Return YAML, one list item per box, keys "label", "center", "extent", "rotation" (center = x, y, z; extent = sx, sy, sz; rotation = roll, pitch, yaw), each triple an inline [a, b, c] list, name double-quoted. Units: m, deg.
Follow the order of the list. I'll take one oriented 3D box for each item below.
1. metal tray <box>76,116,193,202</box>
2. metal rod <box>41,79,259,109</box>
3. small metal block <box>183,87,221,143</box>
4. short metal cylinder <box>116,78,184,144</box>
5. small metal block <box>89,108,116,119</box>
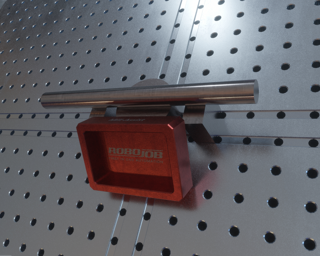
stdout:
- label: "metal tray"
  center: [-0.032, 0.033, 0.366]
  extent: [0.130, 0.089, 0.030]
  rotation: [1, 19, 28]
- label: "metal rod"
  center: [-0.034, -0.039, 0.386]
  extent: [0.300, 0.025, 0.025]
  rotation: [1, 62, 29]
- label: "small metal block"
  center: [0.051, -0.015, 0.375]
  extent: [0.025, 0.050, 0.050]
  rotation: [-1, 61, 28]
- label: "short metal cylinder"
  center: [-0.010, -0.018, 0.408]
  extent: [0.080, 0.050, 0.080]
  rotation: [-13, 56, 21]
- label: "small metal block"
  center: [-0.071, -0.018, 0.441]
  extent: [0.025, 0.050, 0.050]
  rotation: [-1, 61, 28]
